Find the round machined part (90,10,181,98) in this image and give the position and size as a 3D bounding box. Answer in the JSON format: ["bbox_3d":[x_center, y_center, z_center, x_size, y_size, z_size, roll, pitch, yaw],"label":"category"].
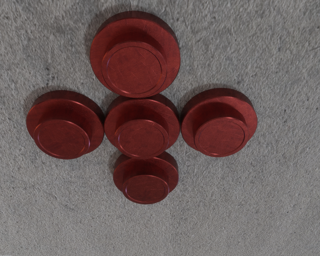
[{"bbox_3d":[-0.027,-0.072,0.336,0.099,0.042,0.097,-1,130,0],"label":"round machined part"}]

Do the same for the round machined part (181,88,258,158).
[{"bbox_3d":[0.076,0.000,0.399,0.099,0.042,0.097,-1,130,0],"label":"round machined part"}]

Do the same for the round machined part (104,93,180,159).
[{"bbox_3d":[-0.023,0.003,0.400,0.099,0.042,0.097,-1,130,0],"label":"round machined part"}]

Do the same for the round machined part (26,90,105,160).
[{"bbox_3d":[-0.122,0.003,0.398,0.099,0.042,0.097,-1,130,0],"label":"round machined part"}]

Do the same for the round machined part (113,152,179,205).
[{"bbox_3d":[-0.021,0.078,0.463,0.099,0.042,0.097,-1,130,0],"label":"round machined part"}]
